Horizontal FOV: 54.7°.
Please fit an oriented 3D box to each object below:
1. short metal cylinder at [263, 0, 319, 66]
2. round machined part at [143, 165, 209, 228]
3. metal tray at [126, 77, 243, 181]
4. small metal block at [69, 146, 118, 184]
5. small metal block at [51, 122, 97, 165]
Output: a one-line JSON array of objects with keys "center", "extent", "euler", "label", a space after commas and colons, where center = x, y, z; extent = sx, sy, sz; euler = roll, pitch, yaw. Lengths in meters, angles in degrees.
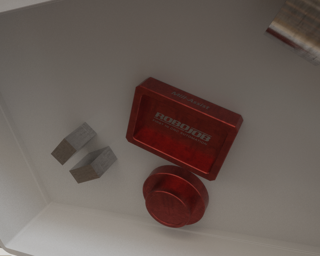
[{"center": [0.128, -0.097, 0.246], "extent": [0.050, 0.080, 0.079], "euler": [34, 129, 6], "label": "short metal cylinder"}, {"center": [0.018, 0.106, 0.453], "extent": [0.098, 0.042, 0.097], "euler": [13, 124, 20], "label": "round machined part"}, {"center": [0.026, 0.002, 0.391], "extent": [0.130, 0.030, 0.089], "euler": [25, 127, 12], "label": "metal tray"}, {"center": [-0.103, 0.057, 0.480], "extent": [0.050, 0.050, 0.025], "euler": [-19, 108, 35], "label": "small metal block"}, {"center": [-0.132, 0.024, 0.474], "extent": [0.025, 0.050, 0.050], "euler": [47, 129, -5], "label": "small metal block"}]
